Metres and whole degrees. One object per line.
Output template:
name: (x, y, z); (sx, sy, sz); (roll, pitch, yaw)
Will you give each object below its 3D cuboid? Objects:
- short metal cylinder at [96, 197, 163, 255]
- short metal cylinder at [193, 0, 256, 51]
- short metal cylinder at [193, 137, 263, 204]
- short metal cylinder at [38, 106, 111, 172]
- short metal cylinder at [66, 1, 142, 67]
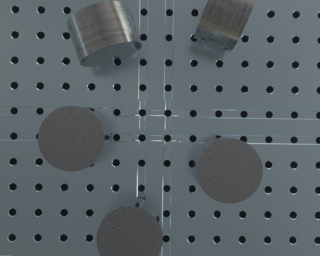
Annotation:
short metal cylinder: (-0.037, 0.135, 0.400); (0.081, 0.050, 0.079); (0, 90, -1)
short metal cylinder: (0.080, -0.143, 0.387); (0.050, 0.080, 0.080); (21, 90, -1)
short metal cylinder: (0.085, 0.052, 0.402); (0.081, 0.050, 0.079); (0, 90, -1)
short metal cylinder: (-0.107, 0.013, 0.400); (0.081, 0.050, 0.079); (0, 90, -1)
short metal cylinder: (-0.068, -0.114, 0.385); (0.080, 0.080, 0.050); (-19, 90, 0)
